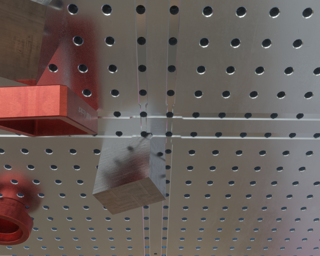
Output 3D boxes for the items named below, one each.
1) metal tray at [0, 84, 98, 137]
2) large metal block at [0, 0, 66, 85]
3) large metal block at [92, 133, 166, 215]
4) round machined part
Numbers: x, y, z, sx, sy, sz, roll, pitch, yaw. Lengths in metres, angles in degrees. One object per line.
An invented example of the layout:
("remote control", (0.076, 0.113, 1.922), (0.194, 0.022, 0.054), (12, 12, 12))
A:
("metal tray", (-0.128, -0.014, 0.343), (0.091, 0.030, 0.130), (-2, 171, 2))
("large metal block", (-0.126, -0.099, 0.290), (0.050, 0.080, 0.079), (16, 128, -13))
("large metal block", (-0.039, 0.063, 0.429), (0.080, 0.080, 0.050), (-20, 128, 16))
("round machined part", (-0.268, 0.157, 0.532), (0.099, 0.042, 0.097), (0, 130, 0))
